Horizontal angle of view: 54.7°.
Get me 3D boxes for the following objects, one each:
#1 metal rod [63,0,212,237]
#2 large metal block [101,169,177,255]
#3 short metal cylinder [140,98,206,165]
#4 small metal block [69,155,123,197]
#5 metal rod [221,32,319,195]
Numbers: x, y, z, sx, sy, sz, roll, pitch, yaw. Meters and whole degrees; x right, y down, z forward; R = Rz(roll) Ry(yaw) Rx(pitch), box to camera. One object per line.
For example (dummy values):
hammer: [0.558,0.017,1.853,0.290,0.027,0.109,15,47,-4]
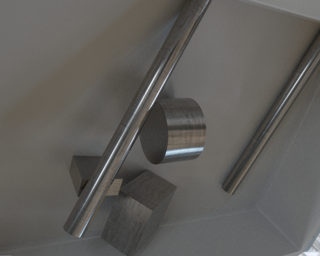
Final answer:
metal rod: [-0.025,-0.016,0.346,0.025,0.025,0.299,29,90,-38]
large metal block: [-0.027,0.114,0.426,0.080,0.050,0.079,-25,140,-63]
short metal cylinder: [0.013,0.003,0.383,0.050,0.080,0.079,-4,120,-27]
small metal block: [-0.081,0.059,0.386,0.050,0.050,0.025,5,116,-31]
metal rod: [0.186,-0.018,0.502,0.025,0.025,0.298,16,110,-35]
